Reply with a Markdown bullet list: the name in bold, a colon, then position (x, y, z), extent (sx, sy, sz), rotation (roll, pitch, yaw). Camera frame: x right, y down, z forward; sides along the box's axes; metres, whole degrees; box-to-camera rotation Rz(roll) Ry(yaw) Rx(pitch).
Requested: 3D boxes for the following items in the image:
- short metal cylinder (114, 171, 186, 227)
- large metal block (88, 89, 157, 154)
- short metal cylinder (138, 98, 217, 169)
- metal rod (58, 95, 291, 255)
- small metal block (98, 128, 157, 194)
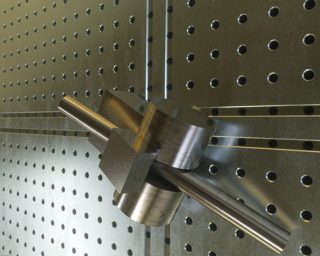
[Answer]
- **short metal cylinder**: position (-0.010, 0.072, 0.376), extent (0.080, 0.081, 0.050), rotation (37, 113, 34)
- **large metal block**: position (-0.044, 0.002, 0.422), extent (0.080, 0.050, 0.079), rotation (36, 112, 34)
- **short metal cylinder**: position (0.018, 0.004, 0.355), extent (0.080, 0.081, 0.050), rotation (35, 111, 34)
- **metal rod**: position (0.000, 0.041, 0.353), extent (0.300, 0.025, 0.025), rotation (31, 110, 19)
- **small metal block**: position (-0.036, 0.034, 0.332), extent (0.050, 0.025, 0.050), rotation (40, 115, 42)
